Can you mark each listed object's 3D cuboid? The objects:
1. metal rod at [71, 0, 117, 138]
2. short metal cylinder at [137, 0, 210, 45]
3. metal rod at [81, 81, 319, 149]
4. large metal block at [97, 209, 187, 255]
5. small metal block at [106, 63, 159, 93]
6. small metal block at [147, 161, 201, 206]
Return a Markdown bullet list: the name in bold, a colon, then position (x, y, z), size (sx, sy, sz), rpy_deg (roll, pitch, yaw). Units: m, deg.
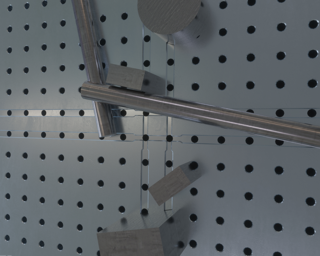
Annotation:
- **metal rod**: position (-0.105, -0.134, 0.449), size (0.025, 0.025, 0.298), rpy_deg (-14, 85, 19)
- **short metal cylinder**: position (0.019, -0.152, 0.393), size (0.080, 0.050, 0.079), rpy_deg (0, 90, 20)
- **metal rod**: position (0.042, -0.020, 0.383), size (0.301, 0.025, 0.025), rpy_deg (12, 94, 14)
- **large metal block**: position (-0.020, 0.141, 0.390), size (0.080, 0.080, 0.050), rpy_deg (-12, 86, 19)
- **small metal block**: position (-0.035, -0.065, 0.412), size (0.050, 0.050, 0.025), rpy_deg (15, 95, 19)
- **small metal block**: position (0.019, 0.069, 0.392), size (0.050, 0.050, 0.025), rpy_deg (-38, 78, 16)
